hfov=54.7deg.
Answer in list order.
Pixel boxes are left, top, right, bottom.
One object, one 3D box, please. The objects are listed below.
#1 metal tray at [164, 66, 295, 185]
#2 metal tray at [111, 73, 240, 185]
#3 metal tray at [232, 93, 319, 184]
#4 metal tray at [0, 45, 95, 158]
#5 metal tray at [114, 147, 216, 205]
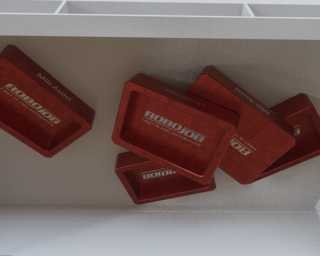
[{"bbox_3d":[0.081,-0.001,0.374,0.130,0.030,0.089,37,124,-1],"label":"metal tray"},{"bbox_3d":[0.014,0.002,0.364,0.130,0.030,0.089,24,123,8],"label":"metal tray"},{"bbox_3d":[0.154,0.020,0.423,0.130,0.030,0.090,-29,125,22],"label":"metal tray"},{"bbox_3d":[-0.158,-0.026,0.381,0.090,0.030,0.130,-32,123,24],"label":"metal tray"},{"bbox_3d":[0.010,0.066,0.461,0.130,0.030,0.090,-14,129,11],"label":"metal tray"}]
